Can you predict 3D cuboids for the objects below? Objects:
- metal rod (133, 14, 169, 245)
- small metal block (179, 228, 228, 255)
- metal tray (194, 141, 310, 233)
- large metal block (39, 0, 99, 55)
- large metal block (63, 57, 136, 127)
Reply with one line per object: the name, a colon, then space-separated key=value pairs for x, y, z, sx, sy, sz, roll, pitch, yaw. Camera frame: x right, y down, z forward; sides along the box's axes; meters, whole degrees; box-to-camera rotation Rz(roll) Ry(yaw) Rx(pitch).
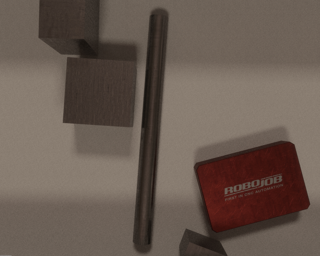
metal rod: x=-0.012 y=0.002 z=0.411 sx=0.025 sy=0.025 sz=0.298 roll=4 pitch=90 yaw=-1
small metal block: x=0.055 y=0.159 z=0.400 sx=0.050 sy=0.050 sz=0.025 roll=21 pitch=90 yaw=-1
metal tray: x=0.120 y=0.076 z=0.411 sx=0.131 sy=0.030 sz=0.089 roll=-15 pitch=90 yaw=-1
large metal block: x=-0.108 y=-0.139 z=0.382 sx=0.050 sy=0.080 sz=0.079 roll=1 pitch=90 yaw=0
large metal block: x=-0.074 y=-0.043 z=0.398 sx=0.081 sy=0.050 sz=0.079 roll=4 pitch=90 yaw=-1
